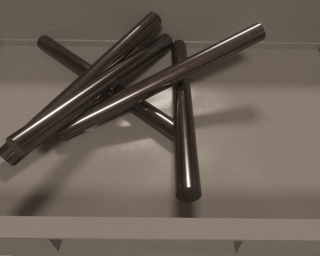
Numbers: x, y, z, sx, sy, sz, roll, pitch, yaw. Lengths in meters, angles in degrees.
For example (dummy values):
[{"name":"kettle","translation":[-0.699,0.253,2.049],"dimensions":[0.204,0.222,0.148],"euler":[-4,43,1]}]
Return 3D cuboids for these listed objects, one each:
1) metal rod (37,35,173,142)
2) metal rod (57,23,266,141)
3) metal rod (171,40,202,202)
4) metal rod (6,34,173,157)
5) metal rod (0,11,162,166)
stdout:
[{"name":"metal rod","translation":[-0.084,-0.067,0.460],"dimensions":[0.300,0.025,0.025],"euler":[35,58,25]},{"name":"metal rod","translation":[0.004,-0.063,0.411],"dimensions":[0.301,0.025,0.025],"euler":[-27,54,-5]},{"name":"metal rod","translation":[0.030,-0.036,0.410],"dimensions":[0.025,0.025,0.300],"euler":[1,42,0]},{"name":"metal rod","translation":[-0.071,-0.063,0.420],"dimensions":[0.025,0.025,0.302],"euler":[27,47,20]},{"name":"metal rod","translation":[-0.098,-0.068,0.431],"dimensions":[0.025,0.025,0.301],"euler":[30,65,22]}]
